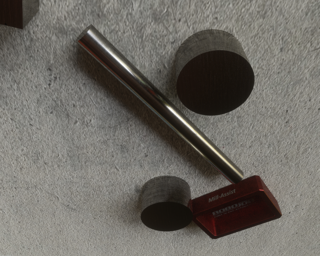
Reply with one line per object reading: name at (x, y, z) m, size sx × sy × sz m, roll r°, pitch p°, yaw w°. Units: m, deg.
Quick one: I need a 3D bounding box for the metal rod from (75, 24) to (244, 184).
metal rod at (0.018, -0.012, 0.396) m, size 0.025 × 0.025 × 0.300 m, roll -33°, pitch 123°, yaw 25°

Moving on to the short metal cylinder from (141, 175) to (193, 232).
short metal cylinder at (0.011, 0.121, 0.494) m, size 0.081 × 0.050 × 0.079 m, roll 0°, pitch 130°, yaw 0°

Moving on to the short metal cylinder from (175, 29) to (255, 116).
short metal cylinder at (0.057, -0.060, 0.340) m, size 0.081 × 0.050 × 0.079 m, roll 0°, pitch 130°, yaw 0°

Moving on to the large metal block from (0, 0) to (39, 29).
large metal block at (-0.153, -0.142, 0.268) m, size 0.081 × 0.050 × 0.079 m, roll 11°, pitch 129°, yaw -10°

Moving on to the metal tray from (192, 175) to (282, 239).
metal tray at (0.124, 0.137, 0.521) m, size 0.130 × 0.030 × 0.090 m, roll -27°, pitch 125°, yaw 21°
